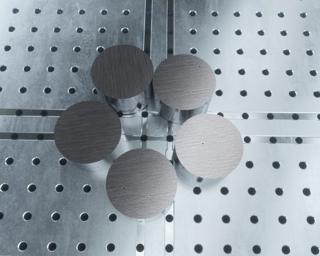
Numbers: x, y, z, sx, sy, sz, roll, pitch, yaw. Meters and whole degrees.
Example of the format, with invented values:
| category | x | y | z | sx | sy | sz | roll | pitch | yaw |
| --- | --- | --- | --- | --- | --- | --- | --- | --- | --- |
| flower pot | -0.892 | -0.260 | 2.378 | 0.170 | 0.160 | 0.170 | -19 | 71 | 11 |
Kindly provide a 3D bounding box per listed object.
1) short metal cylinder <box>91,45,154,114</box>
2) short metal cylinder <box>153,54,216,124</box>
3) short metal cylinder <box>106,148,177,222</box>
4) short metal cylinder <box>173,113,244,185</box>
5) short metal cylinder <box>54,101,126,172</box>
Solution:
| category | x | y | z | sx | sy | sz | roll | pitch | yaw |
| --- | --- | --- | --- | --- | --- | --- | --- | --- | --- |
| short metal cylinder | -0.048 | -0.065 | 0.421 | 0.081 | 0.050 | 0.080 | 0 | 70 | 0 |
| short metal cylinder | 0.031 | -0.051 | 0.416 | 0.081 | 0.050 | 0.080 | 0 | 70 | 0 |
| short metal cylinder | -0.020 | 0.069 | 0.371 | 0.080 | 0.050 | 0.080 | 0 | 70 | 0 |
| short metal cylinder | 0.058 | 0.028 | 0.388 | 0.081 | 0.050 | 0.080 | 0 | 71 | 0 |
| short metal cylinder | -0.086 | 0.012 | 0.393 | 0.081 | 0.050 | 0.080 | 0 | 70 | 0 |
